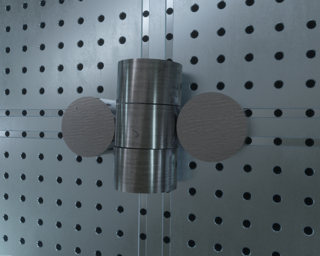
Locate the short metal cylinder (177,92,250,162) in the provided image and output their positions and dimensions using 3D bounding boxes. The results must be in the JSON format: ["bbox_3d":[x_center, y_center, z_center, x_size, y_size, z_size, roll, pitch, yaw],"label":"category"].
[{"bbox_3d":[0.066,-0.001,0.375,0.080,0.050,0.079,0,90,19],"label":"short metal cylinder"}]

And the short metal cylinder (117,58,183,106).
[{"bbox_3d":[-0.013,-0.054,0.386,0.080,0.080,0.050,3,91,19],"label":"short metal cylinder"}]

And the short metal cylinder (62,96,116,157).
[{"bbox_3d":[-0.086,-0.002,0.428,0.080,0.050,0.079,0,90,19],"label":"short metal cylinder"}]

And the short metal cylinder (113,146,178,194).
[{"bbox_3d":[-0.018,0.048,0.388,0.080,0.080,0.050,1,91,19],"label":"short metal cylinder"}]

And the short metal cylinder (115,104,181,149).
[{"bbox_3d":[-0.015,-0.002,0.387,0.080,0.080,0.050,2,91,19],"label":"short metal cylinder"}]
